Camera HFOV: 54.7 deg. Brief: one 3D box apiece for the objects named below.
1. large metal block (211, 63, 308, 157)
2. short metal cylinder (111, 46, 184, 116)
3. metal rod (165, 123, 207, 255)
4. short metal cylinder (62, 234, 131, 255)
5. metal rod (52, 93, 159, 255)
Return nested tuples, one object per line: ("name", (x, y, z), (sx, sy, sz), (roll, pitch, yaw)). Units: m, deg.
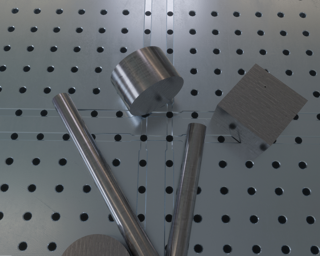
("large metal block", (0.128, -0.023, 0.408), (0.080, 0.050, 0.080), (40, 75, 13))
("short metal cylinder", (-0.017, -0.060, 0.404), (0.080, 0.080, 0.050), (-30, 73, -10))
("metal rod", (0.021, 0.136, 0.362), (0.025, 0.025, 0.299), (10, 70, 4))
("short metal cylinder", (-0.067, 0.159, 0.340), (0.081, 0.050, 0.080), (0, 70, 0))
("metal rod", (-0.059, 0.075, 0.369), (0.025, 0.025, 0.299), (-30, 67, -10))
